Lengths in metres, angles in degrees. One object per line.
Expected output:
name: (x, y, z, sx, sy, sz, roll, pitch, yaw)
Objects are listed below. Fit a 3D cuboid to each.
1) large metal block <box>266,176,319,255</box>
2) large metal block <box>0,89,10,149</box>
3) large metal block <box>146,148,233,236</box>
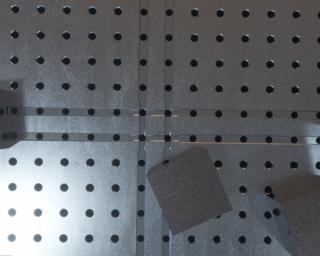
large metal block: (0.198, 0.117, 0.404, 0.080, 0.050, 0.080, -19, 90, -1)
large metal block: (-0.249, -0.009, 0.398, 0.081, 0.050, 0.079, -4, 90, -1)
large metal block: (0.036, 0.079, 0.401, 0.080, 0.050, 0.080, -24, 90, -1)
